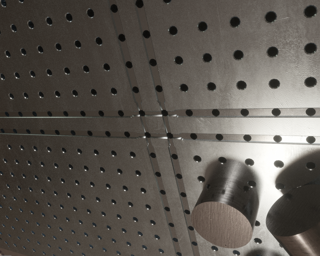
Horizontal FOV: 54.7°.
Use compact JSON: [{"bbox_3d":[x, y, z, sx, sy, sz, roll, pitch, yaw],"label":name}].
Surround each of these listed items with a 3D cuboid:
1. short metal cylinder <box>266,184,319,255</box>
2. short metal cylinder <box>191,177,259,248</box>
[{"bbox_3d":[0.171,0.111,0.354,0.080,0.080,0.050,-33,100,38],"label":"short metal cylinder"},{"bbox_3d":[0.088,0.114,0.418,0.080,0.050,0.079,13,124,20],"label":"short metal cylinder"}]
